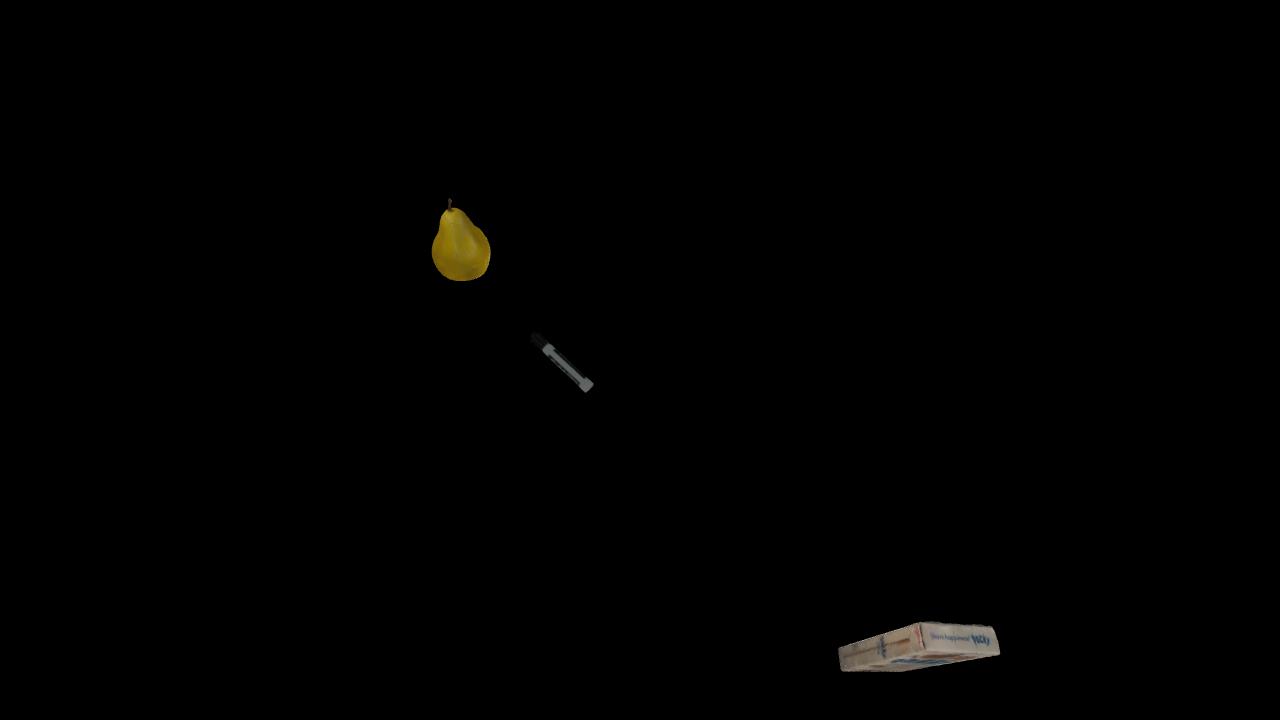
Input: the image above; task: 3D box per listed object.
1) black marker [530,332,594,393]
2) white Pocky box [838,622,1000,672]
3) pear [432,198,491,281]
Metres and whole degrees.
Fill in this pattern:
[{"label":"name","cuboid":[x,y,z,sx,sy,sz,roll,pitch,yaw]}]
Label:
[{"label":"black marker","cuboid":[-0.119,0.002,0.927,0.121,0.020,0.020,43,4,4]},{"label":"white Pocky box","cuboid":[0.279,0.298,0.632,0.084,0.028,0.154,8,-34,-12]},{"label":"pear","cuboid":[-0.236,-0.159,0.790,0.080,0.111,0.080,-4,34,3]}]
